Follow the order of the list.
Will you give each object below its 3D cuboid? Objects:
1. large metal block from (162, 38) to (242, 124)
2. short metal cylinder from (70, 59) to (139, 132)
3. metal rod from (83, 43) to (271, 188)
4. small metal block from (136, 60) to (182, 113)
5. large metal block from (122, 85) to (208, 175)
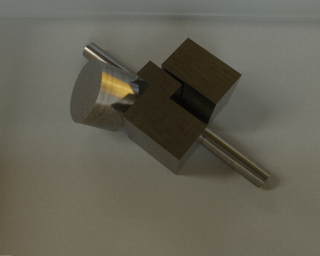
[{"bbox_3d":[0.049,-0.055,0.401,0.080,0.080,0.050,38,74,12],"label":"large metal block"},{"bbox_3d":[-0.070,-0.039,0.386,0.050,0.080,0.080,17,65,-37],"label":"short metal cylinder"},{"bbox_3d":[0.014,-0.024,0.418,0.300,0.025,0.025,37,74,12],"label":"metal rod"},{"bbox_3d":[-0.001,-0.049,0.388,0.050,0.050,0.025,39,75,12],"label":"small metal block"},{"bbox_3d":[0.005,0.005,0.378,0.080,0.080,0.050,37,74,12],"label":"large metal block"}]
